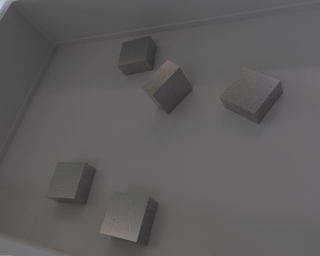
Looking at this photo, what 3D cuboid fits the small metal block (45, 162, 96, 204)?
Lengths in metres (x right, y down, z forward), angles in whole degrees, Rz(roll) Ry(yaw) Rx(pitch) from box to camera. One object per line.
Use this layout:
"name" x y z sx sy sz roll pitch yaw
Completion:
"small metal block" -0.121 0.075 0.424 0.050 0.025 0.050 -3 60 26

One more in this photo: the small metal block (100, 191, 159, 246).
"small metal block" -0.035 0.104 0.360 0.050 0.025 0.050 2 63 29

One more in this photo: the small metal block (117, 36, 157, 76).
"small metal block" -0.036 -0.115 0.496 0.050 0.025 0.050 -7 59 24

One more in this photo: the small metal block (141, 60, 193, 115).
"small metal block" 0.011 -0.054 0.417 0.050 0.050 0.025 -47 51 -4

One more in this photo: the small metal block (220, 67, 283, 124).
"small metal block" 0.110 -0.040 0.373 0.050 0.025 0.050 33 80 38
